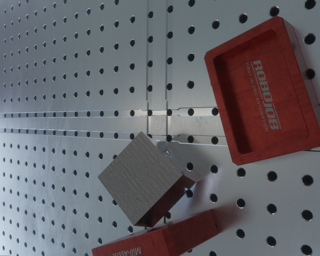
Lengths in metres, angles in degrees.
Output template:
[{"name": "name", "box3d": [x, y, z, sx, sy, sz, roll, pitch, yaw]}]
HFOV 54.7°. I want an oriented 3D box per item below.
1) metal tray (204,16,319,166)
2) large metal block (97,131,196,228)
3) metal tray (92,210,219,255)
[{"name": "metal tray", "box3d": [0.105, -0.034, 0.319, 0.090, 0.030, 0.129, -21, 77, 38]}, {"name": "large metal block", "box3d": [-0.017, 0.065, 0.388, 0.080, 0.050, 0.080, -47, 59, 2]}, {"name": "metal tray", "box3d": [-0.007, 0.137, 0.373, 0.130, 0.091, 0.030, -29, 72, 36]}]
